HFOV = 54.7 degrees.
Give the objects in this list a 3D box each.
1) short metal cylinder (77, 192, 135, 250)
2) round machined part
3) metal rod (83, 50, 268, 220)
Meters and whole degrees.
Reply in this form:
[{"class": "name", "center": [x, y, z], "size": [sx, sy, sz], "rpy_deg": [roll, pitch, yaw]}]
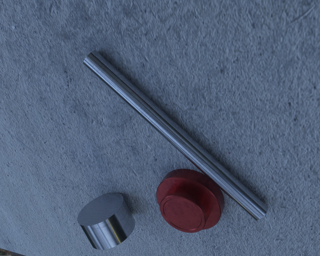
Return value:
[{"class": "short metal cylinder", "center": [-0.088, 0.152, 0.511], "size": [0.080, 0.080, 0.050], "rpy_deg": [-9, 114, 32]}, {"class": "round machined part", "center": [0.039, 0.110, 0.444], "size": [0.098, 0.042, 0.097], "rpy_deg": [13, 124, 21]}, {"class": "metal rod", "center": [0.021, 0.010, 0.401], "size": [0.300, 0.025, 0.025], "rpy_deg": [42, 129, -1]}]
